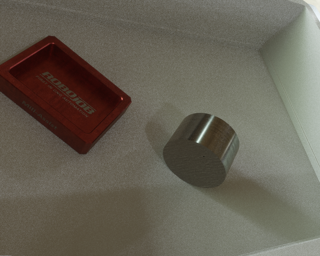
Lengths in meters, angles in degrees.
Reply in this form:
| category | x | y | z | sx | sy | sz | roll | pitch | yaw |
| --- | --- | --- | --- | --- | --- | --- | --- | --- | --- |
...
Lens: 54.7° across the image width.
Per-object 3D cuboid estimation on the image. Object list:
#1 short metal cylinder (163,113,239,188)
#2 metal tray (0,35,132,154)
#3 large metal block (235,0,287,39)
| category | x | y | z | sx | sy | sz | roll | pitch | yaw |
| --- | --- | --- | --- | --- | --- | --- | --- | --- | --- |
| short metal cylinder | 0.051 | 0.028 | 0.382 | 0.080 | 0.080 | 0.050 | 39 | 51 | -3 |
| metal tray | -0.111 | -0.042 | 0.368 | 0.130 | 0.030 | 0.090 | 39 | 51 | -2 |
| large metal block | 0.204 | -0.247 | 0.637 | 0.050 | 0.080 | 0.080 | 15 | 56 | -20 |
